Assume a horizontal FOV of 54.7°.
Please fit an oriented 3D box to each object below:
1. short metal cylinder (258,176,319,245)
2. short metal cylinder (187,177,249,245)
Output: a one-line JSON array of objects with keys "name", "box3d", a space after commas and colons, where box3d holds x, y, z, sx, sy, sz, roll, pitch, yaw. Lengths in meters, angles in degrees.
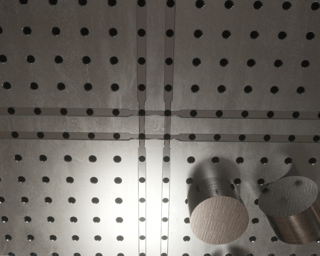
[{"name": "short metal cylinder", "box3d": [0.185, 0.112, 0.428, 0.080, 0.080, 0.050, -28, 108, 9]}, {"name": "short metal cylinder", "box3d": [0.081, 0.118, 0.445, 0.081, 0.050, 0.079, 0, 110, -1]}]
